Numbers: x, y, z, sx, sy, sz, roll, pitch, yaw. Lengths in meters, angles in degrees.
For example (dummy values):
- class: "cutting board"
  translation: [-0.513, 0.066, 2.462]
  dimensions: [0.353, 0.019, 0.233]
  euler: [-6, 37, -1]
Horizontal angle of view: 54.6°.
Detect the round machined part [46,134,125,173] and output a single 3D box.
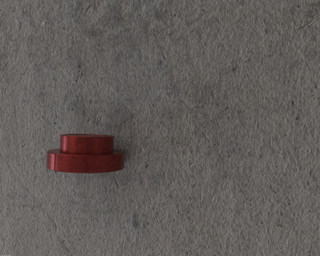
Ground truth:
- class: "round machined part"
  translation: [-0.095, 0.030, 0.404]
  dimensions: [0.098, 0.098, 0.042]
  euler: [3, 91, 20]
